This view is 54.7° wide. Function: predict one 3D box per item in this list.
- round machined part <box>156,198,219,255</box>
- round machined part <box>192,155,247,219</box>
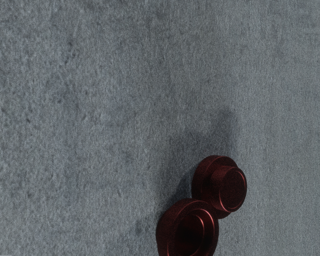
[{"bbox_3d":[0.033,0.145,0.424,0.099,0.042,0.097,0,90,-40],"label":"round machined part"},{"bbox_3d":[0.098,0.092,0.479,0.099,0.042,0.097,0,90,-40],"label":"round machined part"}]
